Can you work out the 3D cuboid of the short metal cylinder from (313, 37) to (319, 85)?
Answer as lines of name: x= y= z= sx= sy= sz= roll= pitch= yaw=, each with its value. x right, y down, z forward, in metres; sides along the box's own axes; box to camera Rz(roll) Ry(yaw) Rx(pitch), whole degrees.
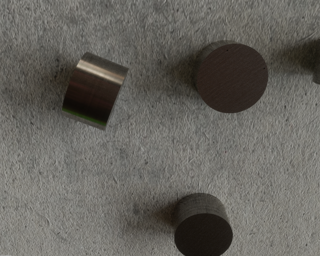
short metal cylinder: x=0.222 y=-0.077 z=0.354 sx=0.080 sy=0.080 sz=0.050 roll=-2 pitch=110 yaw=0

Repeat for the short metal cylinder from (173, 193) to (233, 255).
short metal cylinder: x=0.060 y=0.142 z=0.449 sx=0.081 sy=0.050 sz=0.079 roll=0 pitch=110 yaw=0

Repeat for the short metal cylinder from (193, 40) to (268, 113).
short metal cylinder: x=0.082 y=-0.063 z=0.374 sx=0.081 sy=0.050 sz=0.079 roll=0 pitch=110 yaw=0

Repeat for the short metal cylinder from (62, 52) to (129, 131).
short metal cylinder: x=-0.075 y=-0.042 z=0.364 sx=0.050 sy=0.080 sz=0.079 roll=21 pitch=109 yaw=-8
